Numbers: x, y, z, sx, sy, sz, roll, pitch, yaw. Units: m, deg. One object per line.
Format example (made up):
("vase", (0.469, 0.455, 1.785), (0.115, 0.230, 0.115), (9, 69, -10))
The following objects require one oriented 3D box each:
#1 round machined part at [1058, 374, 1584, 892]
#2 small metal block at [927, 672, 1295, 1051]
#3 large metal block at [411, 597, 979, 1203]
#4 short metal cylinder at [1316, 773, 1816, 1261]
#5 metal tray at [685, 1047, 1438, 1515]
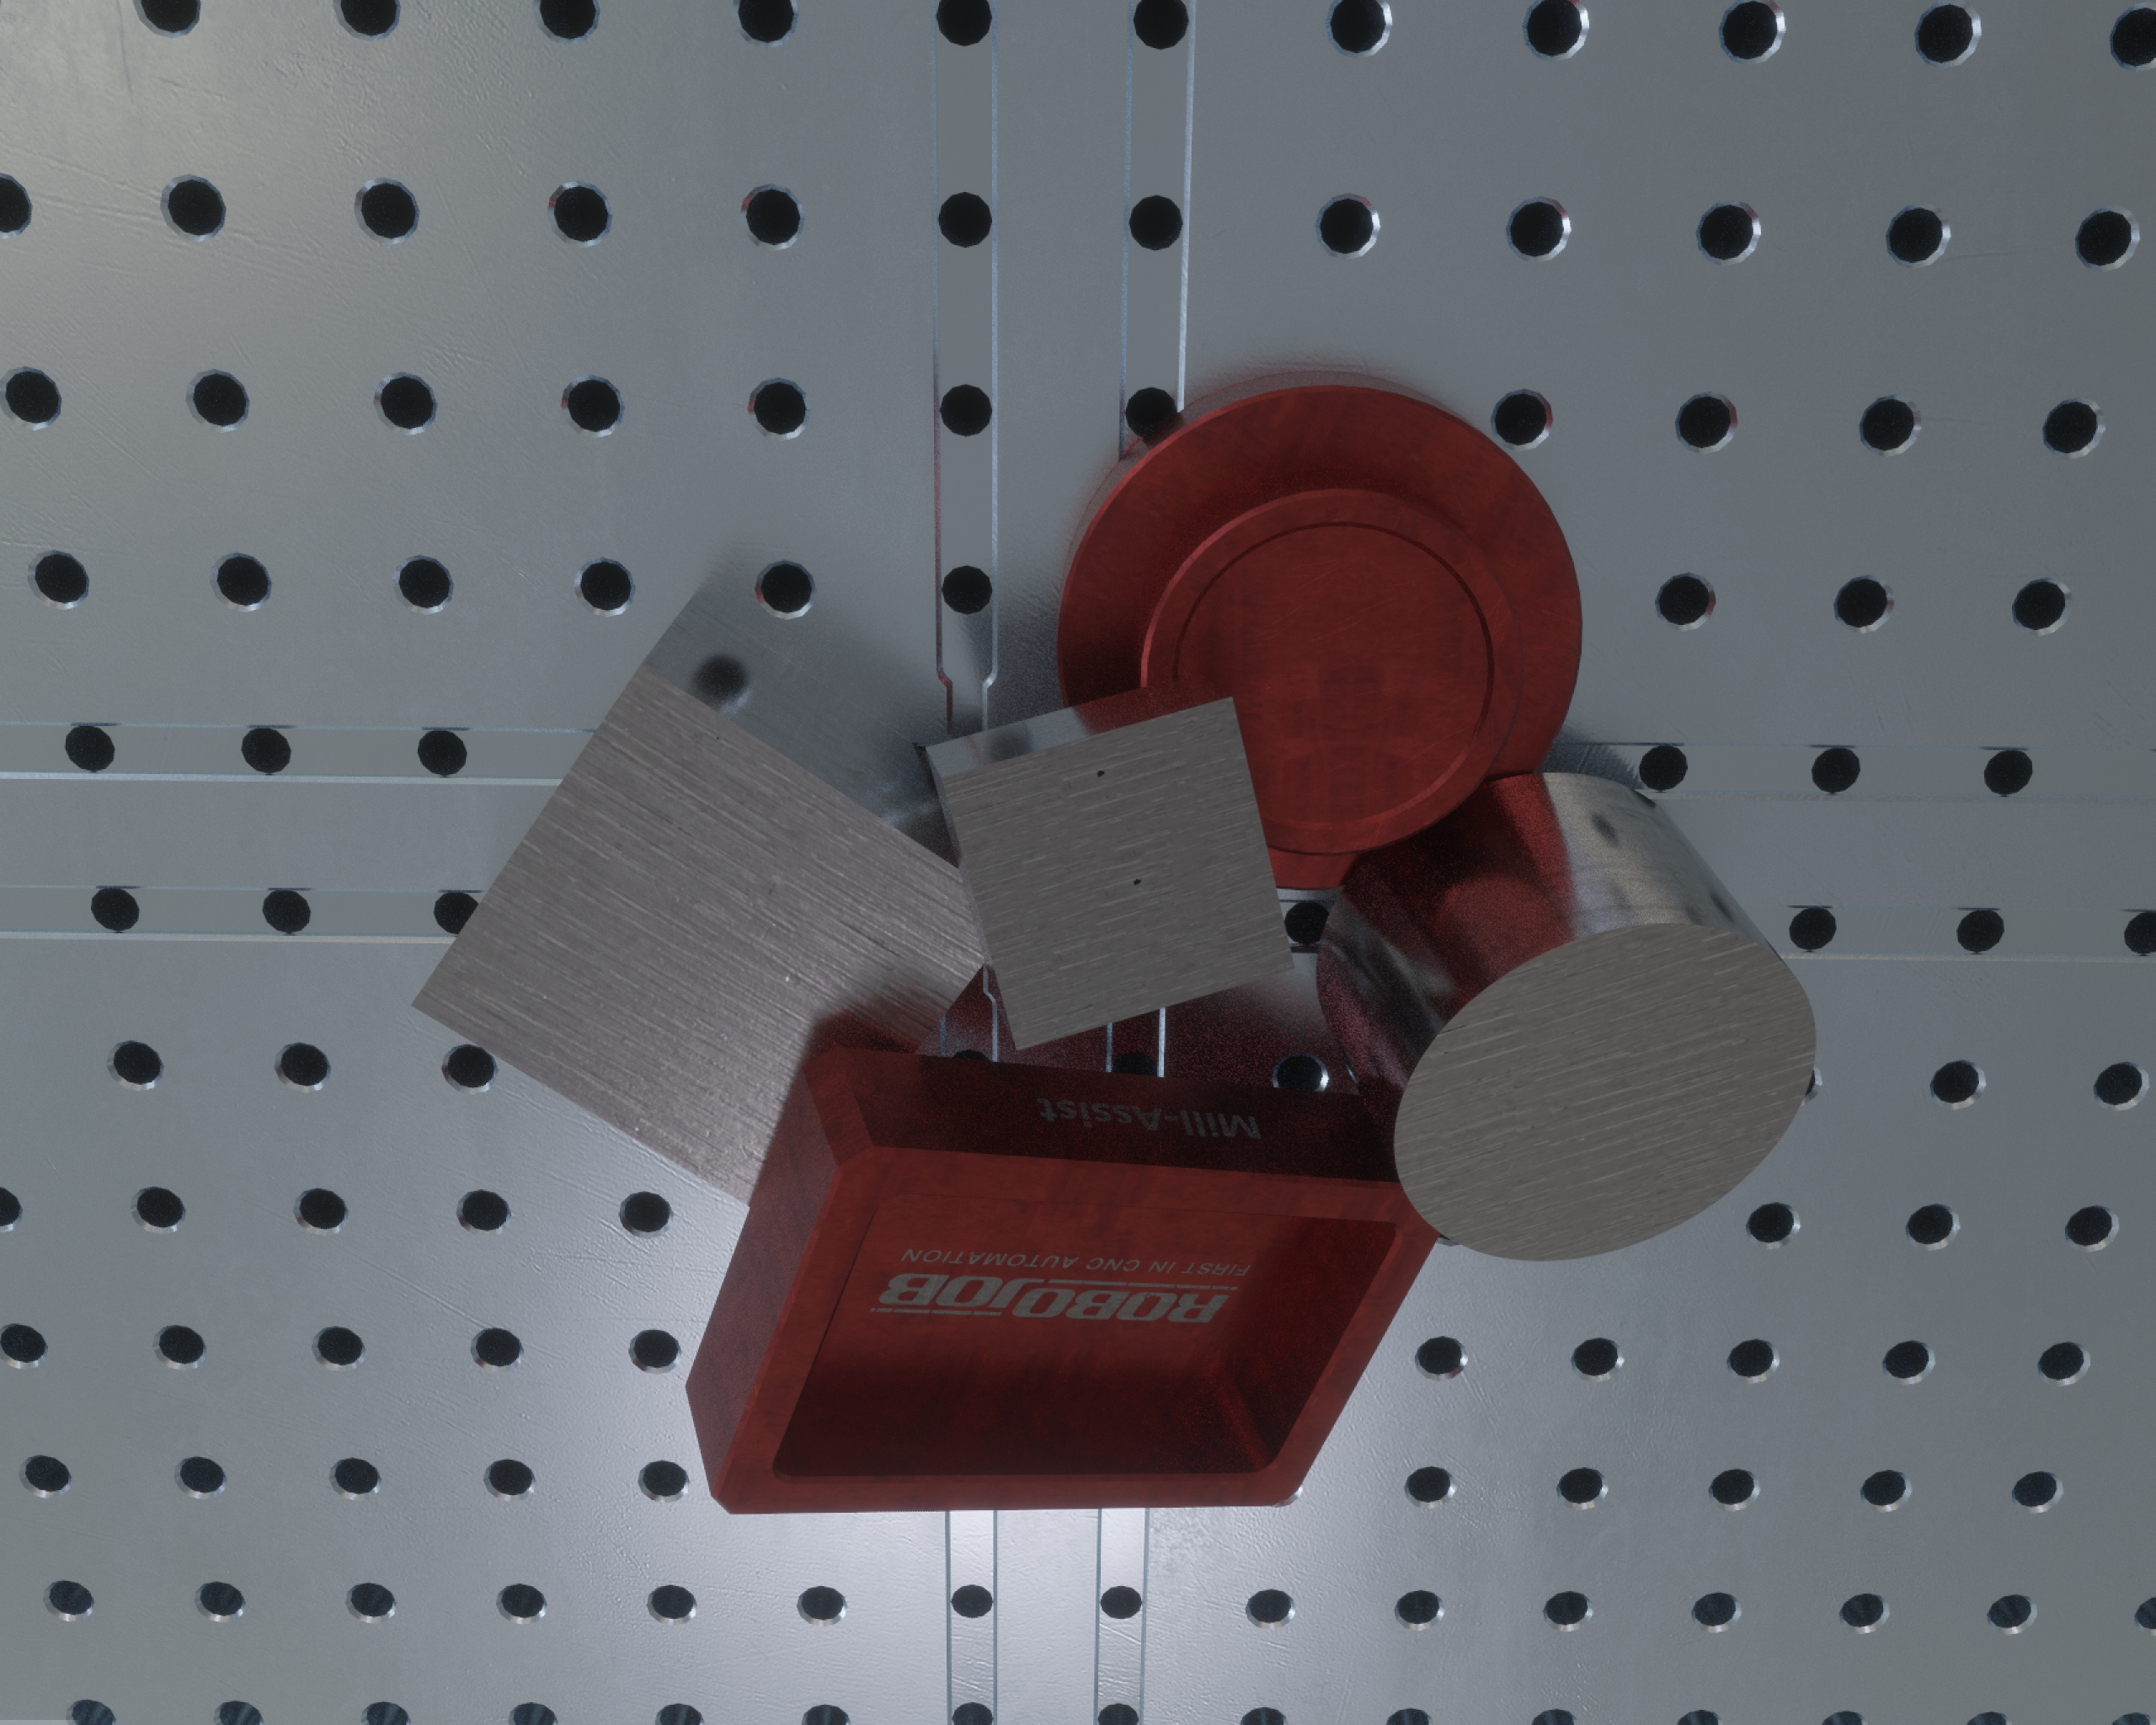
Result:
("round machined part", (0.046, -0.040, 0.390), (0.099, 0.042, 0.097), (0, 110, 0))
("small metal block", (0.005, -0.001, 0.364), (0.050, 0.025, 0.050), (-16, 107, -6))
("large metal block", (-0.066, 0.009, 0.403), (0.080, 0.050, 0.080), (34, 106, -12))
("short metal cylinder", (0.092, 0.030, 0.400), (0.081, 0.050, 0.079), (-6, 125, -9))
("metal tray", (-0.001, 0.086, 0.412), (0.131, 0.030, 0.089), (8, 119, -27))
